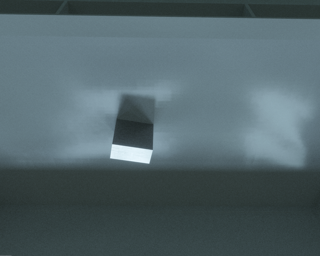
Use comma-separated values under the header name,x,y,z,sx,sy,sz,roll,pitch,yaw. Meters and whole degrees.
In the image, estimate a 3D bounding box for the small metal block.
name,x,y,z,sx,sy,sz,roll,pitch,yaw
small metal block,-0.036,0.017,0.406,0.050,0.050,0.025,9,130,-8
